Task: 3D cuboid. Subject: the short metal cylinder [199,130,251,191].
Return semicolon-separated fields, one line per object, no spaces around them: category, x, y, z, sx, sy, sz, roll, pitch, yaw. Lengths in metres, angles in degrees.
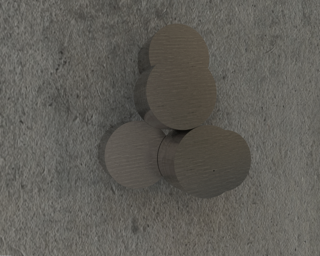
short metal cylinder;0.076;0.042;0.424;0.081;0.050;0.080;0;90;-20

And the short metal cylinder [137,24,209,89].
short metal cylinder;0.016;-0.088;0.403;0.081;0.050;0.080;0;90;-20

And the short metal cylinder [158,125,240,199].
short metal cylinder;0.044;0.037;0.359;0.081;0.050;0.080;0;90;-21

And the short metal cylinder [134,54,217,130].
short metal cylinder;0.016;-0.038;0.349;0.081;0.050;0.080;0;90;-20

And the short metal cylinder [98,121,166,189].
short metal cylinder;-0.033;0.031;0.385;0.081;0.050;0.080;0;90;-20
